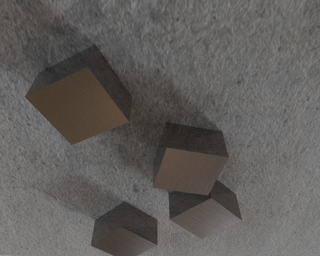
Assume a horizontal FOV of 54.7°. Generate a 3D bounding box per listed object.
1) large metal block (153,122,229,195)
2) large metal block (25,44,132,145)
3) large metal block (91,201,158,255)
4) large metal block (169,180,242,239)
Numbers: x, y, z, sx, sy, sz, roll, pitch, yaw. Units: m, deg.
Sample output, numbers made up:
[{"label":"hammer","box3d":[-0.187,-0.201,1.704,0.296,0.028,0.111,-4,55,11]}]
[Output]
[{"label":"large metal block","box3d":[0.038,0.044,0.429,0.081,0.050,0.079,10,130,-9]},{"label":"large metal block","box3d":[-0.089,-0.036,0.359,0.080,0.050,0.080,-21,127,17]},{"label":"large metal block","box3d":[-0.061,0.184,0.547,0.080,0.050,0.080,-37,122,27]},{"label":"large metal block","box3d":[0.072,0.127,0.500,0.080,0.050,0.080,-35,122,26]}]
